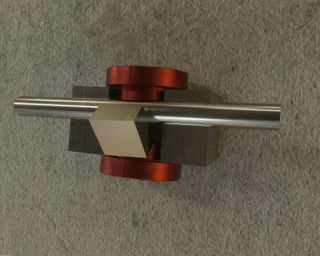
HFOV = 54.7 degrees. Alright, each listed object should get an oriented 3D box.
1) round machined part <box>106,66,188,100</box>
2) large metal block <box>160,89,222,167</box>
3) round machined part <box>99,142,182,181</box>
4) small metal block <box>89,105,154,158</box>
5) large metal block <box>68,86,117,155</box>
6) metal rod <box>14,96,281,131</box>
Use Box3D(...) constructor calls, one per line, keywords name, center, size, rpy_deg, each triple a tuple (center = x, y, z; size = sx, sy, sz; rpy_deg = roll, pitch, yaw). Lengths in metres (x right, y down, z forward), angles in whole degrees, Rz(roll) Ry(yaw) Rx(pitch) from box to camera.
Box3D(name="round machined part", center=(-0.016, -0.047, 0.377), size=(0.098, 0.098, 0.042), rpy_deg=(4, 92, 20))
Box3D(name="large metal block", center=(0.040, -0.001, 0.367), size=(0.050, 0.080, 0.079), rpy_deg=(4, 92, 20))
Box3D(name="round machined part", center=(-0.022, 0.036, 0.379), size=(0.098, 0.098, 0.042), rpy_deg=(5, 87, 20))
Box3D(name="small metal block", center=(-0.039, 0.003, 0.324), size=(0.050, 0.025, 0.050), rpy_deg=(2, 131, 21))
Box3D(name="large metal block", center=(-0.072, -0.010, 0.406), size=(0.050, 0.080, 0.079), rpy_deg=(5, 92, 20))
Box3D(name="metal rod", center=(-0.031, -0.018, 0.336), size=(0.301, 0.025, 0.025), rpy_deg=(4, 91, 20))
